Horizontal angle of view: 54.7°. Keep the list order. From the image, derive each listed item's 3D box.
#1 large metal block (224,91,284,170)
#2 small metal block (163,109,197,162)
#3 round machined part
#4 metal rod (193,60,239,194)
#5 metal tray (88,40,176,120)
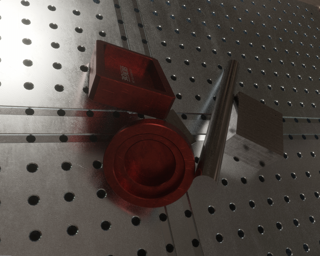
[{"bbox_3d":[0.135,0.004,0.465,0.080,0.050,0.080,25,53,-13],"label":"large metal block"},{"bbox_3d":[0.009,0.013,0.388,0.025,0.050,0.050,-23,74,-49],"label":"small metal block"},{"bbox_3d":[-0.010,0.036,0.347,0.098,0.098,0.042,35,16,-6],"label":"round machined part"},{"bbox_3d":[0.087,-0.026,0.430,0.025,0.025,0.301,34,38,-6],"label":"metal rod"},{"bbox_3d":[-0.039,-0.064,0.386,0.091,0.030,0.130,14,28,-19],"label":"metal tray"}]
